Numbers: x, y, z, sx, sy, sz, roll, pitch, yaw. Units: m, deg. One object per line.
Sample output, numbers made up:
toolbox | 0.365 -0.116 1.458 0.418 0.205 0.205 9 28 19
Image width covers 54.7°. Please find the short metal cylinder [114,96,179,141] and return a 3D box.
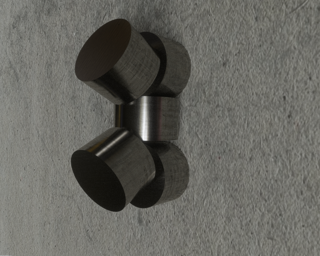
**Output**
short metal cylinder | -0.017 -0.012 0.386 0.080 0.081 0.050 2 92 40

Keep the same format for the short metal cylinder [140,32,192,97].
short metal cylinder | -0.007 -0.077 0.397 0.080 0.050 0.080 0 90 40

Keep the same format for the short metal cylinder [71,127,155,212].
short metal cylinder | -0.052 0.046 0.347 0.080 0.050 0.079 22 131 28

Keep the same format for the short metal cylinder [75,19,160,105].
short metal cylinder | -0.047 -0.073 0.345 0.080 0.050 0.080 -19 54 29

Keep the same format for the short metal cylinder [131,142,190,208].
short metal cylinder | -0.009 0.058 0.398 0.080 0.050 0.080 0 90 40
